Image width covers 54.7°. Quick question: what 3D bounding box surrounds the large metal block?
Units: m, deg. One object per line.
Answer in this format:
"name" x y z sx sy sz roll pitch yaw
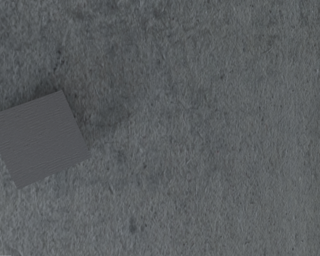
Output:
"large metal block" -0.134 0.011 0.347 0.081 0.050 0.080 -24 98 -19
